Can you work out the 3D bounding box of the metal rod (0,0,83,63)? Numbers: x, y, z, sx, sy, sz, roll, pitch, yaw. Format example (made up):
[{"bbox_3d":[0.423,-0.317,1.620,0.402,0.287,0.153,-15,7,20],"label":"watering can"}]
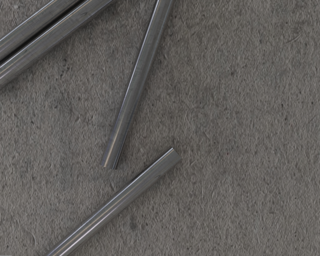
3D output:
[{"bbox_3d":[-0.109,-0.178,0.408,0.300,0.025,0.025,-37,90,0],"label":"metal rod"}]

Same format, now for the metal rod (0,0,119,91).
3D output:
[{"bbox_3d":[-0.115,-0.139,0.408,0.300,0.025,0.025,-38,90,0],"label":"metal rod"}]

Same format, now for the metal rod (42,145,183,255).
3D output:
[{"bbox_3d":[-0.092,0.130,0.409,0.300,0.025,0.025,-41,90,0],"label":"metal rod"}]

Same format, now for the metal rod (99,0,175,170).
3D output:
[{"bbox_3d":[-0.020,-0.090,0.409,0.025,0.025,0.299,19,90,0],"label":"metal rod"}]
